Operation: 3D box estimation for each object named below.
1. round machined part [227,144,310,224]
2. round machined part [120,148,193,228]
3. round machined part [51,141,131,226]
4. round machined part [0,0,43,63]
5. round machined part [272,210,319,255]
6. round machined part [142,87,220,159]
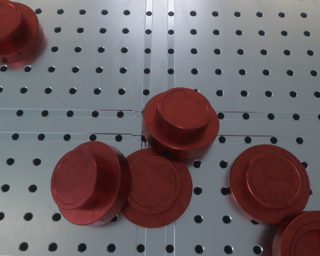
[{"bbox_3d":[0.135,0.066,0.379,0.099,0.042,0.098,0,70,0],"label":"round machined part"},{"bbox_3d":[-0.009,0.071,0.377,0.099,0.042,0.098,0,70,0],"label":"round machined part"},{"bbox_3d":[-0.086,0.061,0.358,0.098,0.042,0.098,-10,68,27],"label":"round machined part"},{"bbox_3d":[-0.229,-0.148,0.456,0.099,0.042,0.098,0,70,0],"label":"round machined part"},{"bbox_3d":[0.174,0.143,0.348,0.099,0.042,0.098,1,74,-3],"label":"round machined part"},{"bbox_3d":[0.028,-0.013,0.392,0.099,0.042,0.098,6,51,-7],"label":"round machined part"}]
